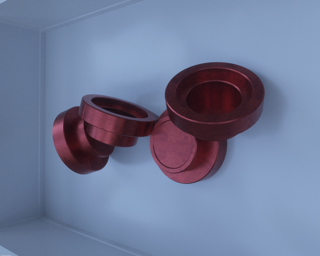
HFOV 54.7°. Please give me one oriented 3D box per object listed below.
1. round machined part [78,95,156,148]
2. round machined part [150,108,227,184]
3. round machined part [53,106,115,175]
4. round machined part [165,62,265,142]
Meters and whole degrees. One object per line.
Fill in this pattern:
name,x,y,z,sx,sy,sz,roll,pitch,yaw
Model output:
round machined part,-0.058,-0.008,0.404,0.098,0.099,0.042,29,108,36
round machined part,0.026,0.019,0.372,0.098,0.042,0.097,0,90,39
round machined part,-0.101,0.014,0.443,0.042,0.098,0.098,-21,77,23
round machined part,0.056,-0.024,0.325,0.098,0.099,0.042,32,148,35
